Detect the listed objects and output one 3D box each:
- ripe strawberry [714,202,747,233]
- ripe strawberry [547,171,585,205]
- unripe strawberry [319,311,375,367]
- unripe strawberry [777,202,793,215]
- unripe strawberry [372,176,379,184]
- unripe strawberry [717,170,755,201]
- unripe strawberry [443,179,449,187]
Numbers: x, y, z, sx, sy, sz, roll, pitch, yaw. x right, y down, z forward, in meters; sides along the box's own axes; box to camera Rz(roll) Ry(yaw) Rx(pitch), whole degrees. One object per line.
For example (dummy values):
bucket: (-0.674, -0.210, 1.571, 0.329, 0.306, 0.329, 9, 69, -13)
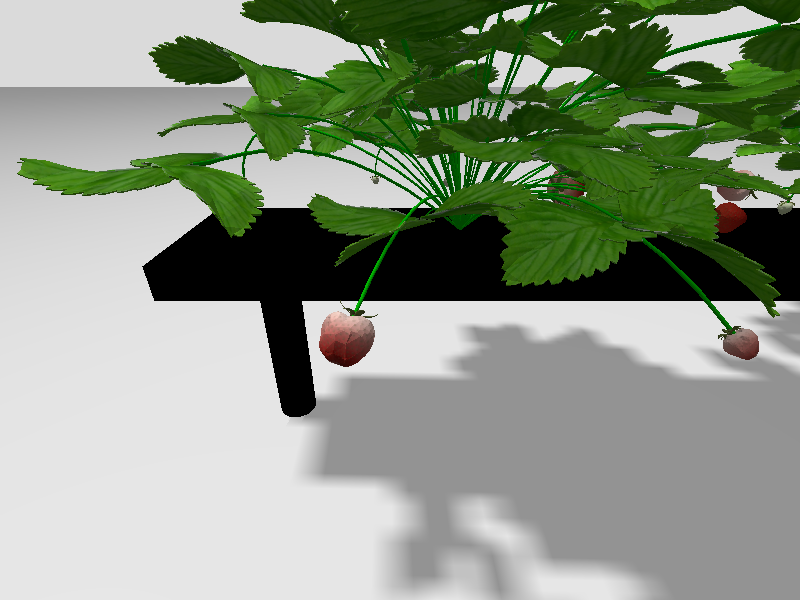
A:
ripe strawberry: (0.294, -0.073, 0.357, 0.027, 0.026, 0.025, 1, 30, 0)
ripe strawberry: (0.182, -0.122, 0.431, 0.042, 0.041, 0.039, -18, 34, -29)
unripe strawberry: (-0.027, 0.019, 0.195, 0.028, 0.026, 0.025, 12, -22, 20)
unripe strawberry: (0.362, -0.086, 0.377, 0.011, 0.011, 0.011, 4, 30, 7)
unripe strawberry: (-0.029, -0.144, 0.483, 0.009, 0.010, 0.010, -17, 34, -27)
unripe strawberry: (0.368, -0.126, 0.441, 0.032, 0.033, 0.029, 19, 35, 30)
unripe strawberry: (0.059, -0.144, 0.491, 0.011, 0.010, 0.010, 1, 30, 1)
